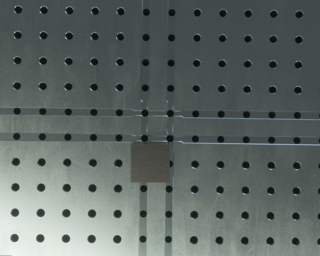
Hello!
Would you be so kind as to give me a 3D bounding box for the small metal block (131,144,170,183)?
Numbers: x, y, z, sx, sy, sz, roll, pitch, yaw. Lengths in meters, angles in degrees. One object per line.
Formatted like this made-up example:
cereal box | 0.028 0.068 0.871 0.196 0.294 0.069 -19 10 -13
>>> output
small metal block | -0.012 0.046 0.413 0.050 0.025 0.050 0 90 0
